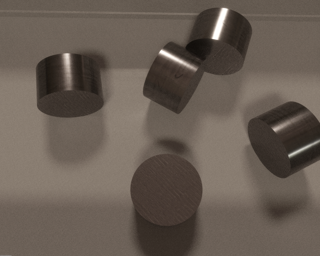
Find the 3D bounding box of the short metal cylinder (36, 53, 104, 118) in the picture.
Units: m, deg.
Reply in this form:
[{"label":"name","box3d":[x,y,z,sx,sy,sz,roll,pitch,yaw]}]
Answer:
[{"label":"short metal cylinder","box3d":[-0.116,-0.052,0.398,0.081,0.080,0.050,-9,71,-4]}]

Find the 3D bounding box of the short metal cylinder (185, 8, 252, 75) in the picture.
[{"label":"short metal cylinder","box3d":[0.080,-0.116,0.424,0.080,0.080,0.050,17,71,6]}]

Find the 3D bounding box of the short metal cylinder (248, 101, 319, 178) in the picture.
[{"label":"short metal cylinder","box3d":[0.152,0.014,0.377,0.050,0.080,0.080,-25,72,-9]}]

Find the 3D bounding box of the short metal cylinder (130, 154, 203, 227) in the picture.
[{"label":"short metal cylinder","box3d":[0.007,0.076,0.369,0.081,0.050,0.080,0,70,0]}]

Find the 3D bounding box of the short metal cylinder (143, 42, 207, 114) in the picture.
[{"label":"short metal cylinder","box3d":[0.020,-0.065,0.404,0.050,0.080,0.080,29,73,10]}]
